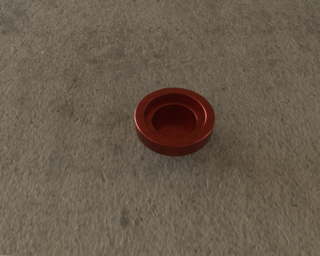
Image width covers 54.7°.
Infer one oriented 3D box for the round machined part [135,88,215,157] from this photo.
[{"bbox_3d":[0.018,-0.003,0.395,0.099,0.042,0.098,0,50,0],"label":"round machined part"}]
